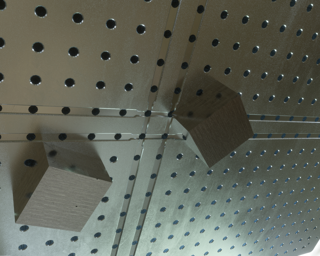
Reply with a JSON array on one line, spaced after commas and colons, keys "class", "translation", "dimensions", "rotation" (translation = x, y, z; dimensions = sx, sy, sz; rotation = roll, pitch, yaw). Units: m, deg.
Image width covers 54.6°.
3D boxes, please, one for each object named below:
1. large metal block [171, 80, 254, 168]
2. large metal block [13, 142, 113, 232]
[{"class": "large metal block", "translation": [0.074, -0.005, 0.432], "dimensions": [0.080, 0.050, 0.080], "rotation": [-36, 129, -4]}, {"class": "large metal block", "translation": [-0.118, 0.073, 0.375], "dimensions": [0.080, 0.050, 0.080], "rotation": [24, 105, -37]}]
